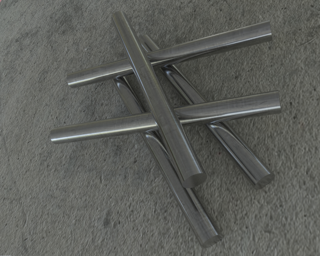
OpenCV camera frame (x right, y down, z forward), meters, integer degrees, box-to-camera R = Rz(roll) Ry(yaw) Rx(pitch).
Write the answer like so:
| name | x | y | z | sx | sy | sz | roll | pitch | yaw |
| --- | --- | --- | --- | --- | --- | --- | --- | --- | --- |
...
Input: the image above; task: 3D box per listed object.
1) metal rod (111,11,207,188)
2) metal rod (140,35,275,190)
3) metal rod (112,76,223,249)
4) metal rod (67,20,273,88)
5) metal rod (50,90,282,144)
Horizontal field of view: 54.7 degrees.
| name | x | y | z | sx | sy | sz | roll | pitch | yaw |
| --- | --- | --- | --- | --- | --- | --- | --- | --- | --- |
| metal rod | -0.015 | -0.059 | 0.384 | 0.025 | 0.025 | 0.299 | -30 | 52 | 9 |
| metal rod | 0.041 | -0.042 | 0.408 | 0.025 | 0.025 | 0.300 | -37 | 51 | 3 |
| metal rod | -0.009 | 0.012 | 0.400 | 0.025 | 0.025 | 0.300 | -35 | 51 | 5 |
| metal rod | -0.002 | -0.097 | 0.433 | 0.301 | 0.025 | 0.025 | -9 | 58 | 23 |
| metal rod | -0.011 | -0.008 | 0.383 | 0.301 | 0.025 | 0.025 | -8 | 58 | 23 |
